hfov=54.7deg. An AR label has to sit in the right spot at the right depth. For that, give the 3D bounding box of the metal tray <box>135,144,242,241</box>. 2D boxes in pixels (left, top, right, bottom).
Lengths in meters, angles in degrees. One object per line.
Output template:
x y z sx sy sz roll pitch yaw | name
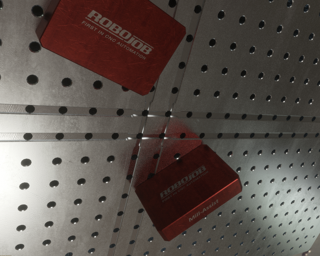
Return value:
0.039 0.088 0.446 0.131 0.090 0.030 -32 129 -8 | metal tray

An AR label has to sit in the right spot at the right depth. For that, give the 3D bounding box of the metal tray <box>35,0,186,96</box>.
-0.046 -0.099 0.322 0.131 0.030 0.090 23 106 -37 | metal tray
